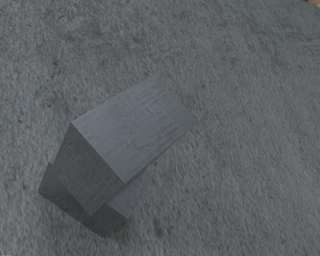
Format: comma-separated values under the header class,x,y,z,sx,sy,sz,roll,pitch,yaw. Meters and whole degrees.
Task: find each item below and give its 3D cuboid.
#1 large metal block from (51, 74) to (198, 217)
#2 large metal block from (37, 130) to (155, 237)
class,x,y,z,sx,sy,sz,roll,pitch,yaw
large metal block,-0.030,0.014,0.242,0.050,0.080,0.080,48,51,5
large metal block,-0.065,0.054,0.302,0.080,0.080,0.050,37,51,-4
